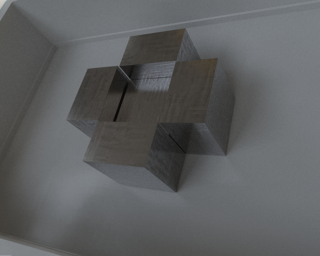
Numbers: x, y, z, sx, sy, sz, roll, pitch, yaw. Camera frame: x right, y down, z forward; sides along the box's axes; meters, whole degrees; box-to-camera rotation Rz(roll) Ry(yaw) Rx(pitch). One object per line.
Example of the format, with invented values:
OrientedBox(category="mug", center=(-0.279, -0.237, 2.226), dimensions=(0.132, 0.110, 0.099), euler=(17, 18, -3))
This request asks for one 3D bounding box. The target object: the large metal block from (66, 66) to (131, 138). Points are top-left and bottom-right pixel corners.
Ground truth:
OrientedBox(category="large metal block", center=(-0.069, -0.026, 0.422), dimensions=(0.050, 0.080, 0.080), euler=(1, 62, 29))

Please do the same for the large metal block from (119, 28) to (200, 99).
OrientedBox(category="large metal block", center=(0.006, -0.081, 0.415), dimensions=(0.080, 0.080, 0.050), euler=(1, 62, 28))

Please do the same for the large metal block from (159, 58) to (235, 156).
OrientedBox(category="large metal block", center=(0.047, -0.022, 0.358), dimensions=(0.050, 0.080, 0.080), euler=(1, 62, 29))

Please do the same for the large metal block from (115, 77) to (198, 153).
OrientedBox(category="large metal block", center=(-0.004, -0.017, 0.399), dimensions=(0.080, 0.050, 0.080), euler=(1, 62, 28))

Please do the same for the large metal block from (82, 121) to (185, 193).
OrientedBox(category="large metal block", center=(-0.027, 0.034, 0.362), dimensions=(0.080, 0.080, 0.050), euler=(2, 63, 29))
